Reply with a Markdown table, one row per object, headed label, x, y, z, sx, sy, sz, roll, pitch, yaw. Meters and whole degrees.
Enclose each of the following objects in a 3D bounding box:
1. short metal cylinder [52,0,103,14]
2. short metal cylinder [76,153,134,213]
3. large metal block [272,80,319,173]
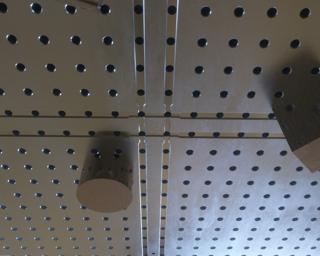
| label | x | y | z | sx | sy | sz | roll | pitch | yaw |
| --- | --- | --- | --- | --- | --- | --- | --- | --- | --- |
| short metal cylinder | -0.067 | -0.142 | 0.254 | 0.050 | 0.080 | 0.079 | 13 | 129 | -12 |
| short metal cylinder | -0.080 | 0.083 | 0.465 | 0.081 | 0.050 | 0.079 | 0 | 130 | 0 |
| large metal block | 0.195 | -0.006 | 0.374 | 0.080 | 0.080 | 0.050 | -35 | 122 | 26 |
